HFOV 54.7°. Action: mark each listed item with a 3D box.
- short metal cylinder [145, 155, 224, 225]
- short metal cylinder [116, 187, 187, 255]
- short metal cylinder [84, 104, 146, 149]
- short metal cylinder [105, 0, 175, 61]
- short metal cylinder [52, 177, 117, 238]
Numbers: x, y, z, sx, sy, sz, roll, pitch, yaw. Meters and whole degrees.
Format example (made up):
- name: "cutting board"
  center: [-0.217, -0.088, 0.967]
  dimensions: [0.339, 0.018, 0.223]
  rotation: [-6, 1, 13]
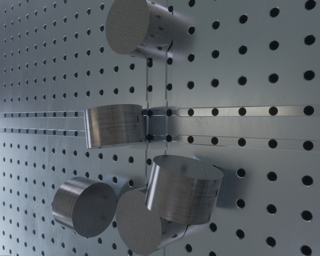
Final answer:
- name: "short metal cylinder"
  center: [0.027, 0.067, 0.352]
  dimensions: [0.080, 0.081, 0.050]
  rotation: [19, 102, 38]
- name: "short metal cylinder"
  center: [-0.012, 0.116, 0.401]
  dimensions: [0.080, 0.050, 0.079]
  rotation: [2, 92, 41]
- name: "short metal cylinder"
  center: [-0.061, 0.000, 0.424]
  dimensions: [0.080, 0.081, 0.050]
  rotation: [-11, 83, 39]
- name: "short metal cylinder"
  center: [-0.027, -0.135, 0.416]
  dimensions: [0.080, 0.050, 0.079]
  rotation: [0, 90, 40]
- name: "short metal cylinder"
  center: [-0.112, 0.117, 0.467]
  dimensions: [0.050, 0.081, 0.079]
  rotation: [6, 94, 40]
